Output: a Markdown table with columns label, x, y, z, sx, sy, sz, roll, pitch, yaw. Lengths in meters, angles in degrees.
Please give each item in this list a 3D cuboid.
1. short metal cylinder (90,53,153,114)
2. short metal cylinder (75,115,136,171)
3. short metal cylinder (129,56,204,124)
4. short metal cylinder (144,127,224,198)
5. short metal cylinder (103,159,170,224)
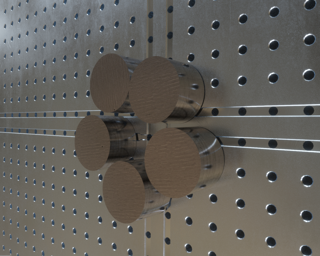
| label | x | y | z | sx | sy | sz | roll | pitch | yaw |
| --- | --- | --- | --- | --- | --- | --- | --- | --- | --- |
| short metal cylinder | -0.053 | -0.061 | 0.436 | 0.080 | 0.050 | 0.079 | 0 | 90 | 39 |
| short metal cylinder | -0.082 | 0.021 | 0.460 | 0.080 | 0.050 | 0.079 | 0 | 91 | 40 |
| short metal cylinder | 0.007 | -0.045 | 0.386 | 0.080 | 0.050 | 0.079 | 0 | 91 | 40 |
| short metal cylinder | 0.028 | 0.039 | 0.369 | 0.080 | 0.050 | 0.079 | 1 | 92 | 39 |
| short metal cylinder | -0.032 | 0.083 | 0.418 | 0.080 | 0.050 | 0.080 | 0 | 89 | 40 |
